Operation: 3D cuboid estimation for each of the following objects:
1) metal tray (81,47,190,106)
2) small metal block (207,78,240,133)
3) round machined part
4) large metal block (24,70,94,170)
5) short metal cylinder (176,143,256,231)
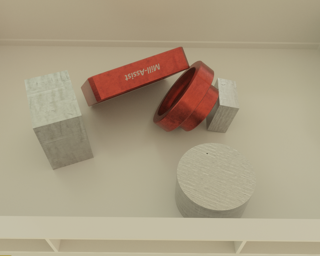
[{"bbox_3d":[-0.036,-0.068,0.422,0.131,0.090,0.030,-23,97,-19],"label":"metal tray"},{"bbox_3d":[0.082,-0.030,0.413,0.025,0.050,0.050,10,50,-6],"label":"small metal block"},{"bbox_3d":[0.037,-0.034,0.397,0.042,0.098,0.098,36,52,-13],"label":"round machined part"},{"bbox_3d":[-0.121,-0.010,0.376,0.050,0.080,0.080,-17,52,-14],"label":"large metal block"},{"bbox_3d":[0.058,0.063,0.337,0.081,0.050,0.080,0,50,0],"label":"short metal cylinder"}]
